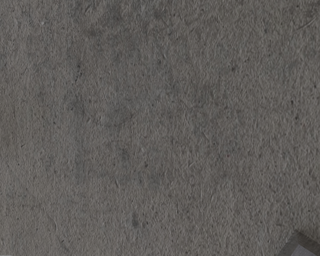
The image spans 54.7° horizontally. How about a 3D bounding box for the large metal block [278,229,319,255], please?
[{"bbox_3d":[0.165,0.174,0.337,0.080,0.050,0.080,31,100,17],"label":"large metal block"}]
